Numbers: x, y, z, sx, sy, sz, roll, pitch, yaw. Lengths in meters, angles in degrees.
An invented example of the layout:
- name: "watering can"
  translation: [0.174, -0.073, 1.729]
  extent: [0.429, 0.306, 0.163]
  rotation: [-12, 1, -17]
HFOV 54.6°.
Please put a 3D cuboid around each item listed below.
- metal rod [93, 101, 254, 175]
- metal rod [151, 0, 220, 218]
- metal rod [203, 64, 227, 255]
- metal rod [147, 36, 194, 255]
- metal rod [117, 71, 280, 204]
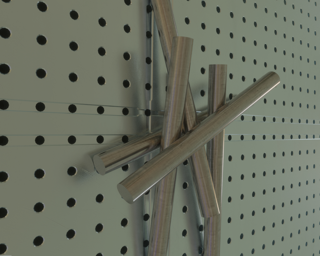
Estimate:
- name: "metal rod"
  translation: [0.042, -0.003, 0.443]
  extent: [0.302, 0.025, 0.025]
  rotation: [-22, 104, -38]
- name: "metal rod"
  translation: [0.032, -0.032, 0.407]
  extent: [0.025, 0.025, 0.299]
  rotation: [-13, 90, -39]
- name: "metal rod"
  translation: [0.079, 0.060, 0.451]
  extent: [0.025, 0.025, 0.298]
  rotation: [-7, 102, -40]
- name: "metal rod"
  translation: [0.011, 0.040, 0.387]
  extent: [0.025, 0.025, 0.298]
  rotation: [1, 98, -40]
- name: "metal rod"
  translation: [0.069, -0.004, 0.396]
  extent: [0.302, 0.025, 0.025]
  rotation: [-34, 111, -33]
